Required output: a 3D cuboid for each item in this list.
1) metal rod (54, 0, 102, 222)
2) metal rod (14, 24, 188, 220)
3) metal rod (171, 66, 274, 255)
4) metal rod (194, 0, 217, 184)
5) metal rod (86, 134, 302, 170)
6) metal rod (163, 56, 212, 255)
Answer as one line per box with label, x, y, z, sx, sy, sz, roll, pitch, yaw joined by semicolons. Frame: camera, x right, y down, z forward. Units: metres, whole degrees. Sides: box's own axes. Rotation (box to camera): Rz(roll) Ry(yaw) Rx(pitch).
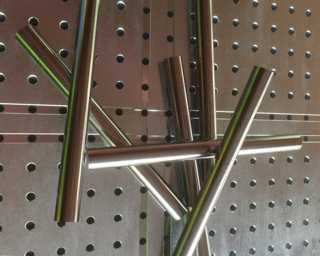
metal rod;-0.089;-0.050;0.352;0.025;0.025;0.299;7;77;-20
metal rod;-0.064;0.002;0.388;0.025;0.025;0.300;-43;104;-15
metal rod;0.070;0.067;0.394;0.025;0.025;0.298;18;101;-19
metal rod;0.065;-0.060;0.436;0.025;0.025;0.298;-3;91;-20
metal rod;0.059;0.028;0.406;0.302;0.025;0.025;-3;91;-20
metal rod;0.040;0.053;0.427;0.025;0.025;0.298;-10;94;-20
